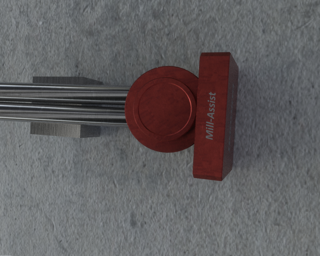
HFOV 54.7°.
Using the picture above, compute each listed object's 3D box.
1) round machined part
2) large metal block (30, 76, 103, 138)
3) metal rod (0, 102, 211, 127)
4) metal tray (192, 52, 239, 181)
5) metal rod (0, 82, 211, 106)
[{"bbox_3d":[0.008,-0.021,0.346,0.098,0.042,0.097,0,92,9],"label":"round machined part"},{"bbox_3d":[-0.131,-0.029,0.438,0.080,0.050,0.079,4,91,19],"label":"large metal block"},{"bbox_3d":[-0.082,-0.015,0.390,0.302,0.025,0.025,3,91,7],"label":"metal rod"},{"bbox_3d":[0.066,-0.012,0.351,0.030,0.090,0.129,4,91,20],"label":"metal tray"},{"bbox_3d":[-0.081,-0.042,0.389,0.302,0.025,0.025,3,91,7],"label":"metal rod"}]
